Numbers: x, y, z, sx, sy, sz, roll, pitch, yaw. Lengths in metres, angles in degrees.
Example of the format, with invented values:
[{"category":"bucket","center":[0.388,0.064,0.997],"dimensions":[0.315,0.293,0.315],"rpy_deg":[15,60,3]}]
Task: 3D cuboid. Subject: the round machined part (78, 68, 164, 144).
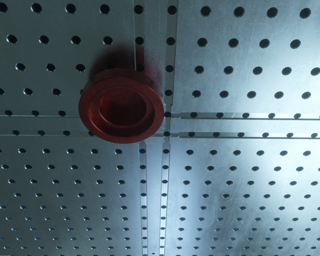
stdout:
[{"category":"round machined part","center":[-0.045,-0.030,0.374],"dimensions":[0.099,0.042,0.097],"rpy_deg":[-1,130,0]}]
